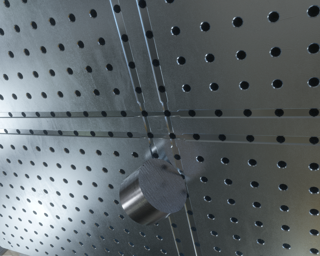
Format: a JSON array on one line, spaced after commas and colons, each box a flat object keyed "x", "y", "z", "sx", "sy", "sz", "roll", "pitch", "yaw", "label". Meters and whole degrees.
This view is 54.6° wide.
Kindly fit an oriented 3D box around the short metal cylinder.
[{"x": -0.009, "y": 0.090, "z": 0.437, "sx": 0.080, "sy": 0.080, "sz": 0.050, "roll": 45, "pitch": 129, "yaw": -3, "label": "short metal cylinder"}]
